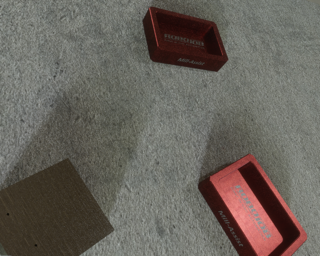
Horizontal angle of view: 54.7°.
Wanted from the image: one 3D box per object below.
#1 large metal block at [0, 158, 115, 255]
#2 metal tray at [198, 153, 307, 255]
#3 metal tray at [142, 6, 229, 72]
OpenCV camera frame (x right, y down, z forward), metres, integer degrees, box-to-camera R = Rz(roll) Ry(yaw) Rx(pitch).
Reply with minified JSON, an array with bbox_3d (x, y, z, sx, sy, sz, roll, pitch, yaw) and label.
[{"bbox_3d":[-0.102,0.086,0.280,0.081,0.050,0.080,-28,77,-37],"label":"large metal block"},{"bbox_3d":[0.119,0.107,0.399,0.091,0.030,0.130,-21,73,-36],"label":"metal tray"},{"bbox_3d":[0.042,-0.145,0.511,0.131,0.030,0.090,3,60,-27],"label":"metal tray"}]
